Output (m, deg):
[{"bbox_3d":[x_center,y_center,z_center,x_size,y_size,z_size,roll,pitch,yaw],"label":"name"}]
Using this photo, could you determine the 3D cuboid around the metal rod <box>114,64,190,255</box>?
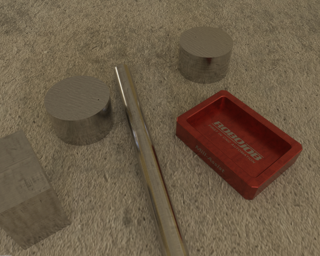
[{"bbox_3d":[-0.020,0.023,0.383,0.025,0.025,0.300,-12,51,-10],"label":"metal rod"}]

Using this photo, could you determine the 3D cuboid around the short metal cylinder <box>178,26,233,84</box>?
[{"bbox_3d":[0.070,-0.115,0.484,0.081,0.050,0.080,0,50,0],"label":"short metal cylinder"}]

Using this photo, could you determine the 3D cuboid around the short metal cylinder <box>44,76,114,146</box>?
[{"bbox_3d":[-0.103,-0.023,0.406,0.081,0.050,0.080,0,50,0],"label":"short metal cylinder"}]

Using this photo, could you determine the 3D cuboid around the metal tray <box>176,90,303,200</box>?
[{"bbox_3d":[0.094,0.015,0.387,0.091,0.030,0.130,-32,57,-24],"label":"metal tray"}]

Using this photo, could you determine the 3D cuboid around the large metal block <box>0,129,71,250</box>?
[{"bbox_3d":[-0.138,0.063,0.314,0.050,0.080,0.080,-27,55,-20],"label":"large metal block"}]
